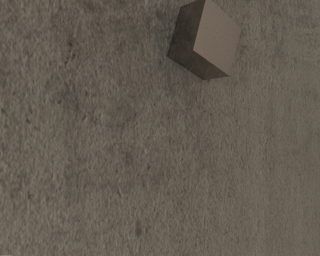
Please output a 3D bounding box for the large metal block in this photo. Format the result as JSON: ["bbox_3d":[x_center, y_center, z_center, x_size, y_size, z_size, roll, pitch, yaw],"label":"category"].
[{"bbox_3d":[0.065,-0.124,0.445,0.080,0.050,0.080,24,75,-38],"label":"large metal block"}]
